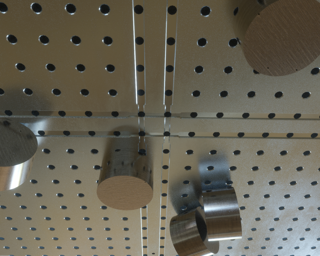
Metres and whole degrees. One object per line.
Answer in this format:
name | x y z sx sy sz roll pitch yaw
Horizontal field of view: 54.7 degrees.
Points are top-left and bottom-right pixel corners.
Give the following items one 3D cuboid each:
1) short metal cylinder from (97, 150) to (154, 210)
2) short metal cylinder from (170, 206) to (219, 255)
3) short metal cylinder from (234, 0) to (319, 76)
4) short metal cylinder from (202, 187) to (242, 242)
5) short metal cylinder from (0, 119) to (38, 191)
short metal cylinder | -0.050 0.078 0.461 0.081 0.050 0.079 0 130 0
short metal cylinder | 0.060 0.182 0.532 0.050 0.080 0.080 -28 125 21
short metal cylinder | 0.120 -0.100 0.312 0.081 0.050 0.079 0 130 0
short metal cylinder | 0.097 0.137 0.494 0.050 0.080 0.080 -7 130 6
short metal cylinder | -0.206 0.034 0.402 0.081 0.080 0.050 18 128 -16
